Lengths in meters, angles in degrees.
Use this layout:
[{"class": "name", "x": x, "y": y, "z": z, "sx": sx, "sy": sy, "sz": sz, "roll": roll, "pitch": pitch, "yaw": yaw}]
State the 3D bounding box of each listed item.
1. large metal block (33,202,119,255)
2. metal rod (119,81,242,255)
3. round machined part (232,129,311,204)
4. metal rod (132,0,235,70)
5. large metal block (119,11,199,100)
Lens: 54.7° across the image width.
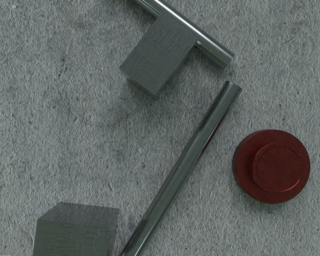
[{"class": "large metal block", "x": -0.098, "y": 0.130, "z": 0.381, "sx": 0.081, "sy": 0.080, "sz": 0.050, "roll": 7, "pitch": 90, "yaw": -1}, {"class": "metal rod", "x": 0.020, "y": 0.071, "z": 0.410, "sx": 0.025, "sy": 0.025, "sz": 0.299, "roll": 31, "pitch": 90, "yaw": -1}, {"class": "round machined part", "x": 0.148, "y": 0.051, "z": 0.404, "sx": 0.099, "sy": 0.042, "sz": 0.097, "roll": 0, "pitch": 90, "yaw": -1}, {"class": "metal rod", "x": -0.028, "y": -0.178, "z": 0.409, "sx": 0.301, "sy": 0.025, "sz": 0.025, "roll": 37, "pitch": 90, "yaw": -1}, {"class": "large metal block", "x": -0.001, "y": -0.083, "z": 0.382, "sx": 0.050, "sy": 0.080, "sz": 0.080, "roll": 38, "pitch": 90, "yaw": -1}]
